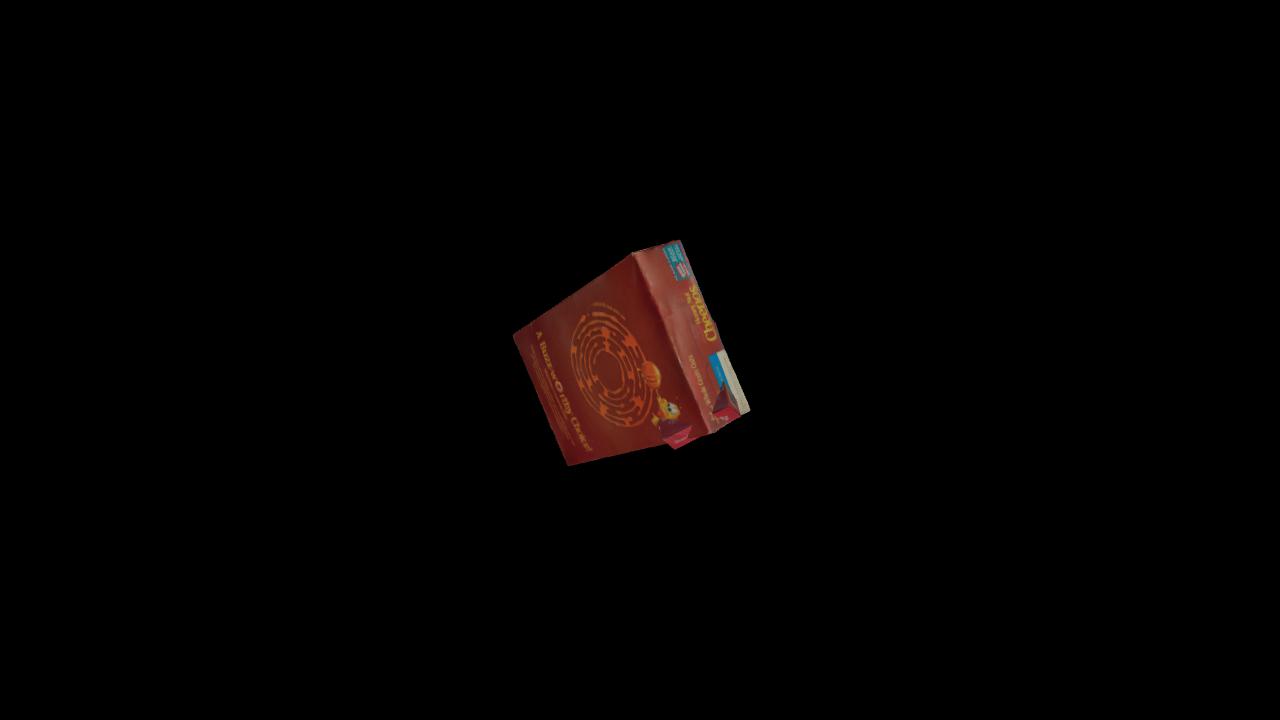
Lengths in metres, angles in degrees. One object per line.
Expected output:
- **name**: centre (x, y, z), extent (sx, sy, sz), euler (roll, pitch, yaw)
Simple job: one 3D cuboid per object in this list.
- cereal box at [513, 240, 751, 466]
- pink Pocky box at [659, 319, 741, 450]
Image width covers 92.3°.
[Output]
- **cereal box**: centre (-0.027, 0.009, 0.750), extent (0.081, 0.203, 0.306), euler (-23, -1, -39)
- **pink Pocky box**: centre (0.057, 0.020, 0.690), extent (0.084, 0.155, 0.029), euler (-30, -51, 20)
